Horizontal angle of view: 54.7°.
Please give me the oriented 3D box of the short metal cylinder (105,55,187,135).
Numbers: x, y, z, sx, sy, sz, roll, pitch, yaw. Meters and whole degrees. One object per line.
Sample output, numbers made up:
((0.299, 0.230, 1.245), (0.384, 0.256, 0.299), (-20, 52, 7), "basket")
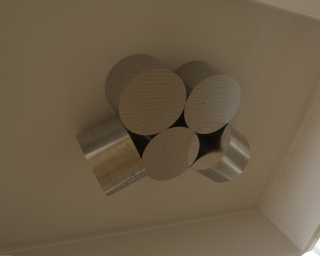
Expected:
((-0.017, -0.038, 0.357), (0.081, 0.050, 0.079), (-14, 124, -21), "short metal cylinder")

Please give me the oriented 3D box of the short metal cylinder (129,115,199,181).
((0.004, 0.021, 0.406), (0.081, 0.050, 0.079), (-14, 124, -21), "short metal cylinder")

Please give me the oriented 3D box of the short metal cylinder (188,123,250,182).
((0.076, 0.030, 0.430), (0.050, 0.080, 0.080), (34, 99, -38), "short metal cylinder")

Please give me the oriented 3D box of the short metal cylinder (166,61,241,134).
((0.054, -0.039, 0.396), (0.081, 0.050, 0.079), (-14, 124, -21), "short metal cylinder")

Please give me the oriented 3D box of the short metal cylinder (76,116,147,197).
((-0.056, 0.032, 0.360), (0.050, 0.080, 0.080), (-27, 128, -11), "short metal cylinder")
